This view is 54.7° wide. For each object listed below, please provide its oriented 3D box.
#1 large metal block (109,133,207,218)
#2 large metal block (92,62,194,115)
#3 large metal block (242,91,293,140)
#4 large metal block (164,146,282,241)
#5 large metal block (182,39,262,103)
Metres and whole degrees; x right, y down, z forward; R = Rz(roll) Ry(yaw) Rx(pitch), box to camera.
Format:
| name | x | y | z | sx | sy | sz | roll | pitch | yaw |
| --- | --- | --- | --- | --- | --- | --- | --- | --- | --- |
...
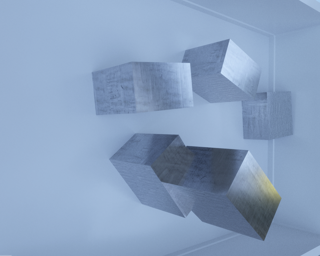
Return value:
| name | x | y | z | sx | sy | sz | roll | pitch | yaw |
| --- | --- | --- | --- | --- | --- | --- | --- | --- | --- |
| large metal block | -0.001 | 0.054 | 0.372 | 0.050 | 0.080 | 0.080 | -46 | 118 | -30 |
| large metal block | -0.020 | -0.044 | 0.355 | 0.081 | 0.080 | 0.050 | -9 | 96 | -40 |
| large metal block | 0.193 | -0.023 | 0.555 | 0.081 | 0.050 | 0.079 | -7 | 95 | -40 |
| large metal block | 0.066 | 0.065 | 0.324 | 0.080 | 0.080 | 0.050 | 50 | 61 | -29 |
| large metal block | 0.085 | -0.077 | 0.444 | 0.080 | 0.080 | 0.050 | 27 | 73 | -37 |
